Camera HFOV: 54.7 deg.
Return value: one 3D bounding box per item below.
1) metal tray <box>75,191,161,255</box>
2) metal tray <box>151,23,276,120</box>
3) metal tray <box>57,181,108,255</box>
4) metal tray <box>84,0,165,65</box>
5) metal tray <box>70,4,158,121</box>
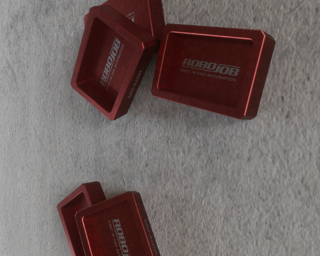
[{"bbox_3d":[-0.053,0.161,0.419,0.090,0.030,0.130,-23,74,10],"label":"metal tray"},{"bbox_3d":[0.054,-0.068,0.355,0.130,0.030,0.089,19,102,38],"label":"metal tray"},{"bbox_3d":[-0.111,0.162,0.489,0.090,0.030,0.130,-39,67,33],"label":"metal tray"},{"bbox_3d":[-0.053,-0.140,0.444,0.130,0.030,0.089,-13,82,39],"label":"metal tray"},{"bbox_3d":[-0.067,-0.085,0.419,0.090,0.030,0.129,39,129,13],"label":"metal tray"}]
